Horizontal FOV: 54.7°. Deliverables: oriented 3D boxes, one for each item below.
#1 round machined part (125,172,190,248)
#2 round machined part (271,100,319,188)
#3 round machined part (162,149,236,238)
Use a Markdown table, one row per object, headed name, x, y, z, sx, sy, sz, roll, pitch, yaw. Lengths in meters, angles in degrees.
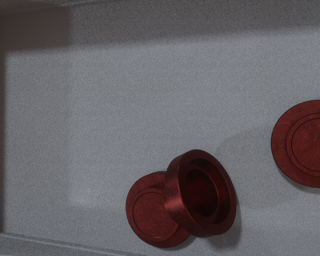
| name | x | y | z | sx | sy | sz | roll | pitch | yaw |
| --- | --- | --- | --- | --- | --- | --- | --- | --- | --- |
| round machined part | -0.001 | 0.107 | 0.402 | 0.098 | 0.042 | 0.097 | 0 | 90 | 20 |
| round machined part | 0.174 | 0.017 | 0.340 | 0.098 | 0.042 | 0.097 | 0 | 90 | 20 |
| round machined part | 0.042 | 0.078 | 0.361 | 0.042 | 0.099 | 0.098 | -32 | 79 | 40 |
